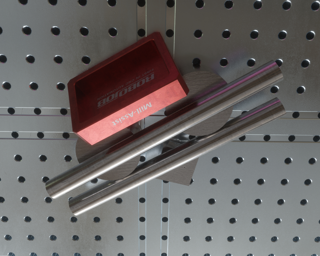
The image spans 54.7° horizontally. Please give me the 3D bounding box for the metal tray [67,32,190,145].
[{"bbox_3d":[-0.042,-0.047,0.359,0.130,0.090,0.030,-27,140,9],"label":"metal tray"}]

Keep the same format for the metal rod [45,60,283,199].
[{"bbox_3d":[-0.003,0.007,0.361,0.301,0.025,0.025,-28,108,9],"label":"metal rod"}]

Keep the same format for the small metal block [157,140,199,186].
[{"bbox_3d":[0.022,0.048,0.430,0.050,0.025,0.050,14,109,-6],"label":"small metal block"}]

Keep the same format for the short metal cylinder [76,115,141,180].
[{"bbox_3d":[-0.064,0.021,0.407,0.081,0.050,0.079,0,110,-1],"label":"short metal cylinder"}]

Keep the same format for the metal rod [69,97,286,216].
[{"bbox_3d":[0.015,0.041,0.401,0.301,0.025,0.025,-27,108,9],"label":"metal rod"}]

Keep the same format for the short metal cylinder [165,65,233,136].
[{"bbox_3d":[0.047,-0.036,0.388,0.081,0.050,0.079,0,110,-1],"label":"short metal cylinder"}]
